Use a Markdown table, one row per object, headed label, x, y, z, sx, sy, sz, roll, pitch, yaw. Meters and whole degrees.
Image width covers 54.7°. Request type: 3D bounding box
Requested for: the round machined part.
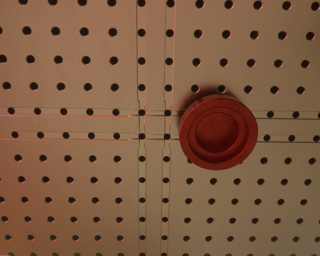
| label | x | y | z | sx | sy | sz | roll | pitch | yaw |
| --- | --- | --- | --- | --- | --- | --- | --- | --- | --- |
| round machined part | 0.073 | 0.003 | 0.406 | 0.099 | 0.042 | 0.097 | 0 | 110 | -1 |
